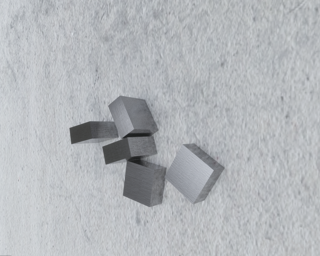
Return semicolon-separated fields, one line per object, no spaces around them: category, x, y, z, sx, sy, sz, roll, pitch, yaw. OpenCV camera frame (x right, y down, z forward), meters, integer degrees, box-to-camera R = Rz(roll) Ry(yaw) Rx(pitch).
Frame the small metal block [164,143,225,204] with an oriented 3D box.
small metal block;0.040;0.053;0.370;0.050;0.025;0.050;40;114;32

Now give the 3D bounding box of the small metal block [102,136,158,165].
small metal block;-0.041;0.030;0.420;0.050;0.050;0.025;-20;77;38

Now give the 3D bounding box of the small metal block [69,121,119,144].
small metal block;-0.099;0.007;0.468;0.050;0.050;0.025;-14;81;39

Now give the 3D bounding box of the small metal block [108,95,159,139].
small metal block;-0.035;-0.013;0.415;0.025;0.050;0.050;-36;68;30

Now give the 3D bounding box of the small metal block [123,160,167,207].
small metal block;-0.021;0.073;0.420;0.050;0.025;0.050;12;98;39
